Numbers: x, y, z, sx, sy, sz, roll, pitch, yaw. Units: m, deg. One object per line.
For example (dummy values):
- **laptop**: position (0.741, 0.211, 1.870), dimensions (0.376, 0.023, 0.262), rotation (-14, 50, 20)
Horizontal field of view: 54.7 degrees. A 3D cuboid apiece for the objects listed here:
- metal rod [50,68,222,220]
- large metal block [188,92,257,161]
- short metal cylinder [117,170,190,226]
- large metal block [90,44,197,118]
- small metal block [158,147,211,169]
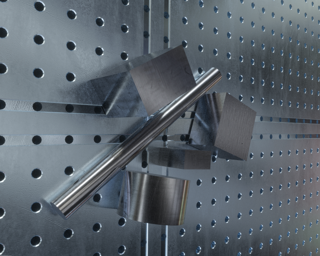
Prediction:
- **metal rod**: position (-0.010, 0.002, 0.402), dimensions (0.302, 0.025, 0.025), rotation (-42, 116, -32)
- **large metal block**: position (0.097, 0.000, 0.473), dimensions (0.080, 0.050, 0.080), rotation (25, 75, -38)
- **short metal cylinder**: position (-0.007, 0.081, 0.368), dimensions (0.081, 0.080, 0.050), rotation (15, 81, -39)
- **large metal block**: position (-0.019, -0.053, 0.360), dimensions (0.081, 0.080, 0.050), rotation (-35, 112, -35)
- **small metal block**: position (0.034, 0.042, 0.424), dimensions (0.050, 0.050, 0.025), rotation (7, 86, -40)
